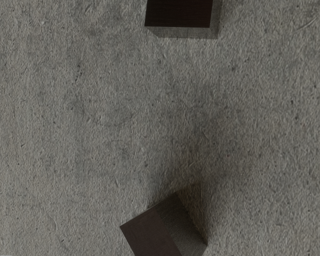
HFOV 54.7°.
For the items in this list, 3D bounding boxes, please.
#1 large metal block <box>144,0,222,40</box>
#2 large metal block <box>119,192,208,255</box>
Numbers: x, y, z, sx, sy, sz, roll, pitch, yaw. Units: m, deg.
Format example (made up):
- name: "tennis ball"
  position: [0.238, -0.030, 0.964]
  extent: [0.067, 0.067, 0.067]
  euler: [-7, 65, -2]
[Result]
- name: "large metal block"
  position: [0.032, -0.158, 0.384]
  extent: [0.080, 0.050, 0.079]
  euler: [8, 93, 19]
- name: "large metal block"
  position: [0.008, 0.133, 0.377]
  extent: [0.050, 0.080, 0.080]
  euler: [-34, 79, 17]
